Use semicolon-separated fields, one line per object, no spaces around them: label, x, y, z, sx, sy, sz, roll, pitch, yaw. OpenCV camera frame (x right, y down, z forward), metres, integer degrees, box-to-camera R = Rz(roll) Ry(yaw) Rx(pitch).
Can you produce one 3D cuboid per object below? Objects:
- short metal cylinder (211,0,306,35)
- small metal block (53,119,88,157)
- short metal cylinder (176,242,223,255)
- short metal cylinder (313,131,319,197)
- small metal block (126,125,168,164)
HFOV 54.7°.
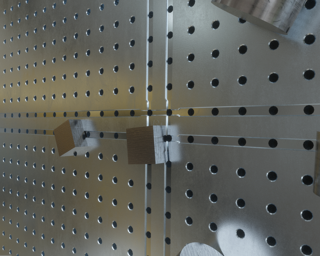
short metal cylinder;0.096;-0.128;0.294;0.080;0.081;0.050;37;113;34
small metal block;-0.156;0.018;0.538;0.050;0.025;0.050;-28;73;36
short metal cylinder;0.042;0.175;0.339;0.080;0.081;0.050;49;119;29
short metal cylinder;0.164;0.030;0.238;0.080;0.081;0.050;5;93;40
small metal block;-0.018;0.024;0.425;0.050;0.025;0.050;-7;86;39
